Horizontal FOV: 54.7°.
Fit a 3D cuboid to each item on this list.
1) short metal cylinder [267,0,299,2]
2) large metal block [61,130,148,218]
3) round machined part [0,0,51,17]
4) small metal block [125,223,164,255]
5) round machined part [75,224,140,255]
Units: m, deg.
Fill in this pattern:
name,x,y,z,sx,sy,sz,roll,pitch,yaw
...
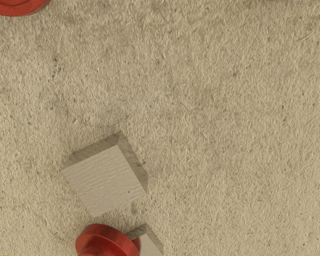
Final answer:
name,x,y,z,sx,sy,sz,roll,pitch,yaw
short metal cylinder,0.140,-0.179,0.332,0.081,0.050,0.079,0,110,-1
large metal block,-0.071,0.061,0.418,0.080,0.050,0.080,-25,109,8
round machined part,-0.159,-0.172,0.335,0.099,0.042,0.097,0,110,-1
small metal block,-0.029,0.182,0.477,0.050,0.025,0.050,-30,108,10
round machined part,-0.082,0.191,0.451,0.098,0.042,0.097,11,123,18
